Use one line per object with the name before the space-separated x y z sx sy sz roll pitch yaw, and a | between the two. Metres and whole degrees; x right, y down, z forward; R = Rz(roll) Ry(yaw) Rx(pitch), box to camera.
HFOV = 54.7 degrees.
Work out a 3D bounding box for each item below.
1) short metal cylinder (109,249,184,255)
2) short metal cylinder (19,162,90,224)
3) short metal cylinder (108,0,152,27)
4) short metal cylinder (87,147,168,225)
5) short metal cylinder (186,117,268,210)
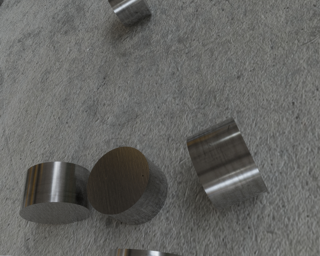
short metal cylinder | -0.011 0.145 0.286 0.080 0.080 0.050 -7 59 24
short metal cylinder | -0.127 0.083 0.385 0.080 0.080 0.050 -19 55 17
short metal cylinder | -0.056 -0.222 0.534 0.050 0.080 0.080 -27 52 12
short metal cylinder | -0.038 0.069 0.366 0.080 0.050 0.080 -13 56 21
short metal cylinder | 0.067 0.035 0.312 0.050 0.080 0.080 -26 53 13
